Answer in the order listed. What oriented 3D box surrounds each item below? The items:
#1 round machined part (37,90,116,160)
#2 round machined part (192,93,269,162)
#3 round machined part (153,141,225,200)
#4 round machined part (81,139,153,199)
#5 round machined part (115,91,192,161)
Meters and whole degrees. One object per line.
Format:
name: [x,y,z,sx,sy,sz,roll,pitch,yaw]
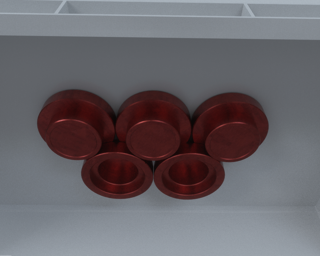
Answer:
round machined part: [-0.107,0.003,0.396,0.099,0.042,0.097,-1,129,-1]
round machined part: [0.091,0.007,0.401,0.099,0.042,0.097,0,129,0]
round machined part: [0.040,0.056,0.444,0.099,0.042,0.097,0,130,0]
round machined part: [-0.058,0.055,0.441,0.099,0.042,0.097,0,130,0]
round machined part: [-0.009,0.004,0.398,0.099,0.042,0.097,0,129,0]
